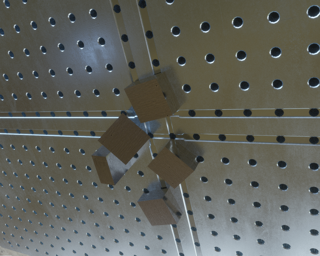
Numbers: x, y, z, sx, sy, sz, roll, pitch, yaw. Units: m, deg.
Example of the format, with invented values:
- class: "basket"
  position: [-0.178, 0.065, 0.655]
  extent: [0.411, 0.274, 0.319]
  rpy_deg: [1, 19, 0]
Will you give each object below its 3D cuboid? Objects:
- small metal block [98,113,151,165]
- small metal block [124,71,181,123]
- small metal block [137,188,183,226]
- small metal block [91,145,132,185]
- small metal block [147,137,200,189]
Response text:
- class: "small metal block"
  position: [-0.049, 0.015, 0.429]
  extent: [0.050, 0.025, 0.050]
  rpy_deg: [41, 86, 0]
- class: "small metal block"
  position: [-0.010, -0.038, 0.393]
  extent: [0.050, 0.025, 0.050]
  rpy_deg: [-13, 112, 33]
- class: "small metal block"
  position: [0.001, 0.125, 0.489]
  extent: [0.050, 0.025, 0.050]
  rpy_deg: [-16, 110, 34]
- class: "small metal block"
  position: [-0.071, 0.049, 0.463]
  extent: [0.025, 0.050, 0.050]
  rpy_deg: [3, 120, 27]
- class: "small metal block"
  position: [0.019, 0.049, 0.432]
  extent: [0.050, 0.025, 0.050]
  rpy_deg: [40, 129, 1]
